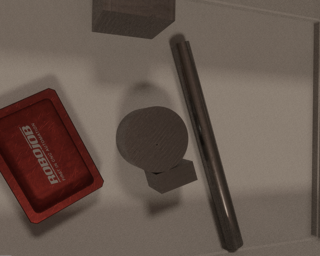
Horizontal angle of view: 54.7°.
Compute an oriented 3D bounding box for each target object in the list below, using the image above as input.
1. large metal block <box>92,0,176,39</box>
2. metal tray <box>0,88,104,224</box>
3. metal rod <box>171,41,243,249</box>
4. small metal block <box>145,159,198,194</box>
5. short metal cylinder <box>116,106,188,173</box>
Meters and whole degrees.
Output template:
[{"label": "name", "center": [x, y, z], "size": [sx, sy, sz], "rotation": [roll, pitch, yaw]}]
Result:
[{"label": "large metal block", "center": [-0.034, -0.146, 0.369], "size": [0.081, 0.080, 0.050], "rotation": [1, 90, -20]}, {"label": "metal tray", "center": [-0.135, 0.031, 0.358], "size": [0.091, 0.030, 0.129], "rotation": [-29, 100, -18]}, {"label": "metal rod", "center": [0.068, 0.028, 0.437], "size": [0.025, 0.025, 0.298], "rotation": [-18, 96, -19]}, {"label": "small metal block", "center": [0.013, 0.060, 0.403], "size": [0.050, 0.050, 0.025], "rotation": [-18, 97, -20]}, {"label": "short metal cylinder", "center": [-0.011, 0.014, 0.394], "size": [0.081, 0.050, 0.079], "rotation": [0, 90, -20]}]
